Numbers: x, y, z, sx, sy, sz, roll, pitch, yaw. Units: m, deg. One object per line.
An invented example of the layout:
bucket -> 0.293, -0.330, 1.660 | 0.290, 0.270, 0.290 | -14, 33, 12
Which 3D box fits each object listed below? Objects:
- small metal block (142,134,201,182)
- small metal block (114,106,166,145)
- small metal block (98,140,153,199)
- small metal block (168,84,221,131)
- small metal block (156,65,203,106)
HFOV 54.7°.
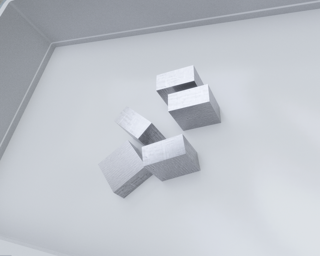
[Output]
small metal block -> 0.013, 0.036, 0.359 | 0.050, 0.050, 0.025 | -19, 55, 17
small metal block -> -0.024, 0.004, 0.398 | 0.050, 0.050, 0.025 | 34, 81, 38
small metal block -> -0.044, 0.052, 0.395 | 0.050, 0.025, 0.050 | -40, 51, 1
small metal block -> 0.043, -0.024, 0.381 | 0.050, 0.050, 0.025 | -13, 57, 21
small metal block -> 0.029, -0.051, 0.405 | 0.050, 0.050, 0.025 | -12, 57, 21
